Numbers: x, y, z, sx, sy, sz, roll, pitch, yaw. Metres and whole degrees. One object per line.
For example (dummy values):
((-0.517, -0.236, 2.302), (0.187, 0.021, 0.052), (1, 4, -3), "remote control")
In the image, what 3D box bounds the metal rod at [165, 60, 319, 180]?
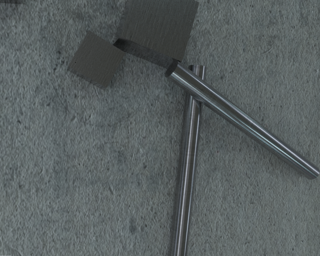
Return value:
((0.131, 0.000, 0.442), (0.301, 0.025, 0.025), (32, 80, -24), "metal rod")

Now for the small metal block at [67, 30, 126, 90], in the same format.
((-0.078, -0.082, 0.381), (0.050, 0.025, 0.050), (29, 80, -18), "small metal block")

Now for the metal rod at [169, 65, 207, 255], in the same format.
((0.036, 0.064, 0.423), (0.025, 0.025, 0.298), (7, 88, -20), "metal rod")

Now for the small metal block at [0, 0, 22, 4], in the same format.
((-0.183, -0.168, 0.341), (0.050, 0.025, 0.050), (-4, 92, -20), "small metal block")

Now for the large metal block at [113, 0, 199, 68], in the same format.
((-0.007, -0.131, 0.394), (0.081, 0.050, 0.080), (18, 84, -20), "large metal block")
